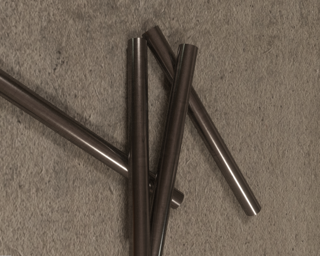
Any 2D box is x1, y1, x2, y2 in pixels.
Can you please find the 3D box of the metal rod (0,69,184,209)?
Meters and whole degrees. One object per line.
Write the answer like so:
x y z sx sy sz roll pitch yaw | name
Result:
-0.092 0.013 0.375 0.301 0.025 0.025 37 78 -17 | metal rod

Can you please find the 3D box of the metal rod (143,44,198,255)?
0.010 0.043 0.386 0.025 0.025 0.298 11 86 -20 | metal rod

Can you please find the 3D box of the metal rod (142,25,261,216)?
0.063 -0.002 0.433 0.025 0.025 0.299 -35 102 -17 | metal rod

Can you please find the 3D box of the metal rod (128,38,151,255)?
-0.026 0.036 0.375 0.025 0.025 0.298 2 80 -20 | metal rod
